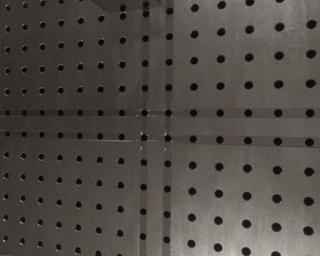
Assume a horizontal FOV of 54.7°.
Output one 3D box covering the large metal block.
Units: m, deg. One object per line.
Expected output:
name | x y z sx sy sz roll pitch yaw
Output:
large metal block | -0.045 -0.206 0.414 0.080 0.050 0.079 0 90 19
